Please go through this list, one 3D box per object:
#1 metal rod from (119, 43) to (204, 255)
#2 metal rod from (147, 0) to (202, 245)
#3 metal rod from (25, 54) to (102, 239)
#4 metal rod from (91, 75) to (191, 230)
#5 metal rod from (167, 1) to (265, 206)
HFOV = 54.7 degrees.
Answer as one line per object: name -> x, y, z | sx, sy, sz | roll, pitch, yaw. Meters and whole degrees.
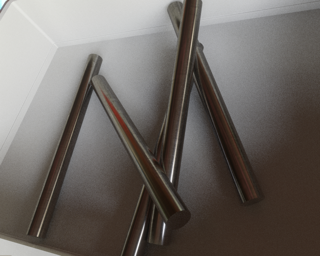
metal rod -> 0.009, 0.013, 0.392 | 0.025, 0.025, 0.300 | 4, 63, 30
metal rod -> 0.021, -0.020, 0.368 | 0.025, 0.025, 0.299 | 1, 74, 29
metal rod -> -0.137, 0.011, 0.471 | 0.025, 0.025, 0.300 | -4, 60, 26
metal rod -> -0.042, 0.004, 0.393 | 0.025, 0.025, 0.300 | -39, 41, 2
metal rod -> 0.058, -0.051, 0.385 | 0.025, 0.025, 0.299 | -24, 60, 14
